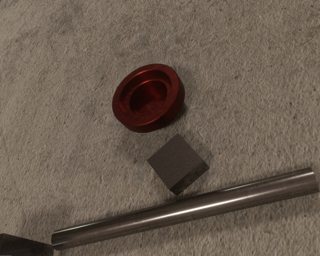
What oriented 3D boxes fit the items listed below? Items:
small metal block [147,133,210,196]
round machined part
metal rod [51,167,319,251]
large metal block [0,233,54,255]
[{"bbox_3d":[0.021,0.043,0.366,0.050,0.025,0.050,-41,51,-1],"label":"small metal block"},{"bbox_3d":[-0.012,-0.036,0.420,0.098,0.042,0.098,-13,56,20],"label":"round machined part"},{"bbox_3d":[0.011,0.094,0.339,0.301,0.025,0.025,-18,55,17],"label":"metal rod"},{"bbox_3d":[-0.187,0.164,0.364,0.080,0.080,0.050,-17,55,18],"label":"large metal block"}]
